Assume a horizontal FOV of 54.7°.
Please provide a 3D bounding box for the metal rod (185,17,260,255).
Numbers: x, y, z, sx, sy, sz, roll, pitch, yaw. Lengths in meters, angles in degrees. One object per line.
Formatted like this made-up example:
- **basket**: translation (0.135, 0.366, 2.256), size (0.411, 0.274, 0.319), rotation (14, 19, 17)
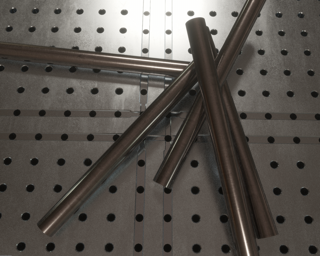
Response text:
- **metal rod**: translation (0.074, 0.012, 0.373), size (0.025, 0.025, 0.298), rotation (-11, 83, -4)

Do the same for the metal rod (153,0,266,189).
- **metal rod**: translation (0.071, -0.060, 0.409), size (0.025, 0.025, 0.299), rotation (27, 81, 9)

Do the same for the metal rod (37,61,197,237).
- **metal rod**: translation (-0.035, 0.012, 0.395), size (0.025, 0.025, 0.300), rotation (40, 79, 13)

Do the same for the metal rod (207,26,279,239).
- **metal rod**: translation (0.095, -0.009, 0.416), size (0.025, 0.025, 0.299), rotation (-12, 71, -5)

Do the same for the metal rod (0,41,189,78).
- **metal rod**: translation (-0.107, -0.099, 0.446), size (0.302, 0.025, 0.025), rotation (6, 70, 2)
